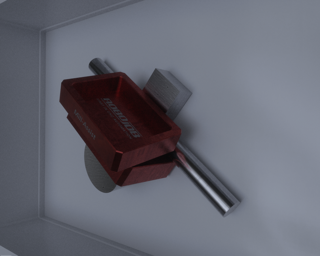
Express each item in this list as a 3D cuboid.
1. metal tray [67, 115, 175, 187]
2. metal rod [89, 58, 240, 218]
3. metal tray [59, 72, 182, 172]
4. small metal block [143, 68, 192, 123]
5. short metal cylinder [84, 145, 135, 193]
[{"bbox_3d":[-0.050,0.013,0.401,0.130,0.091,0.030,47,118,29],"label":"metal tray"},{"bbox_3d":[-0.011,-0.005,0.414,0.300,0.025,0.025,46,118,29],"label":"metal rod"},{"bbox_3d":[-0.049,-0.015,0.368,0.130,0.091,0.030,47,135,29],"label":"metal tray"},{"bbox_3d":[0.005,-0.041,0.399,0.050,0.025,0.050,48,118,29],"label":"small metal block"},{"bbox_3d":[-0.061,0.044,0.430,0.080,0.050,0.079,10,104,44],"label":"short metal cylinder"}]
